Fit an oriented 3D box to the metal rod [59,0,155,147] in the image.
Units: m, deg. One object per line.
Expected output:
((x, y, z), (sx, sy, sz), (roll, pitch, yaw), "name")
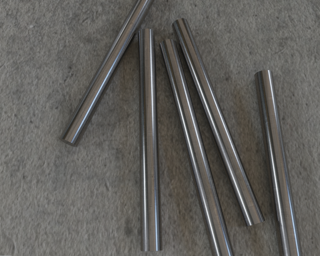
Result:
((-0.061, -0.111, 0.447), (0.025, 0.025, 0.300), (21, 71, 7), "metal rod")

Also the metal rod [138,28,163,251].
((-0.015, 0.001, 0.407), (0.025, 0.025, 0.299), (-2, 70, -1), "metal rod")

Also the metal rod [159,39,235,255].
((0.043, 0.015, 0.403), (0.025, 0.025, 0.299), (-11, 70, -5), "metal rod")

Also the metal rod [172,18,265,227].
((0.071, -0.021, 0.416), (0.025, 0.025, 0.299), (-15, 71, -6), "metal rod")

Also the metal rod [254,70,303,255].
((0.149, 0.065, 0.386), (0.025, 0.025, 0.299), (-1, 70, -1), "metal rod")
